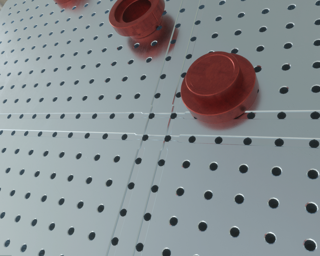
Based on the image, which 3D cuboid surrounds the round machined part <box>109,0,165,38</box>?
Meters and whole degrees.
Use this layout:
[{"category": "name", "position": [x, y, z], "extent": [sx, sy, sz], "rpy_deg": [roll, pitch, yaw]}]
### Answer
[{"category": "round machined part", "position": [-0.036, -0.195, 0.537], "extent": [0.098, 0.042, 0.098], "rpy_deg": [-13, 56, 21]}]

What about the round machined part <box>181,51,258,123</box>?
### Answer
[{"category": "round machined part", "position": [0.072, -0.059, 0.396], "extent": [0.098, 0.042, 0.098], "rpy_deg": [-13, 56, 21]}]

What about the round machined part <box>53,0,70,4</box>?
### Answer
[{"category": "round machined part", "position": [-0.224, -0.344, 0.728], "extent": [0.098, 0.042, 0.098], "rpy_deg": [-13, 56, 21]}]
